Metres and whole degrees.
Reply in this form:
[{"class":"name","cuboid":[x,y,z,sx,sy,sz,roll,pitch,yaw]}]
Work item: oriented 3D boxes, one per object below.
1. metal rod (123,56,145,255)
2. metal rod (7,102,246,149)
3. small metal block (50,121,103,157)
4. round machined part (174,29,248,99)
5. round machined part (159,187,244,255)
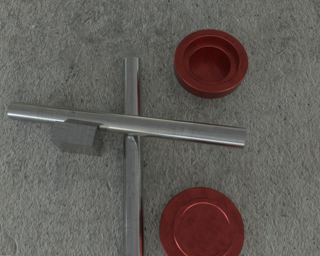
[{"class":"metal rod","cuboid":[-0.034,0.045,0.391,0.025,0.025,0.299,-2,70,-1]},{"class":"metal rod","cuboid":[-0.050,-0.006,0.384,0.301,0.025,0.025,7,70,12]},{"class":"small metal block","cuboid":[-0.102,0.015,0.389,0.050,0.050,0.025,7,71,2]},{"class":"round machined part","cuboid":[0.068,-0.084,0.430,0.099,0.042,0.098,0,70,0]},{"class":"round machined part","cuboid":[0.048,0.117,0.357,0.099,0.042,0.098,0,70,0]}]
